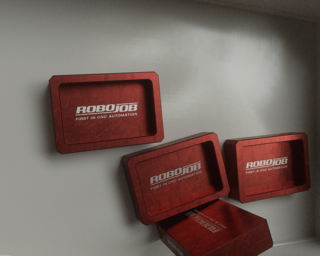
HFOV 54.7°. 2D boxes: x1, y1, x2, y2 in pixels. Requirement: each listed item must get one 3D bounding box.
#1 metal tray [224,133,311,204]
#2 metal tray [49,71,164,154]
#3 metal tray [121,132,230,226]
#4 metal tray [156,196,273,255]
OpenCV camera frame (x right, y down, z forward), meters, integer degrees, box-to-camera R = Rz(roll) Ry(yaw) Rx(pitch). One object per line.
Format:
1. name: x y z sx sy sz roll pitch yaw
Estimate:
1. metal tray: 0.164 0.057 0.468 0.131 0.030 0.089 -5 92 -20
2. metal tray: -0.064 -0.021 0.383 0.131 0.030 0.089 -6 92 -20
3. metal tray: 0.023 0.064 0.416 0.131 0.030 0.089 -15 95 -19
4. metal tray: 0.058 0.125 0.376 0.091 0.130 0.030 -20 97 -19
